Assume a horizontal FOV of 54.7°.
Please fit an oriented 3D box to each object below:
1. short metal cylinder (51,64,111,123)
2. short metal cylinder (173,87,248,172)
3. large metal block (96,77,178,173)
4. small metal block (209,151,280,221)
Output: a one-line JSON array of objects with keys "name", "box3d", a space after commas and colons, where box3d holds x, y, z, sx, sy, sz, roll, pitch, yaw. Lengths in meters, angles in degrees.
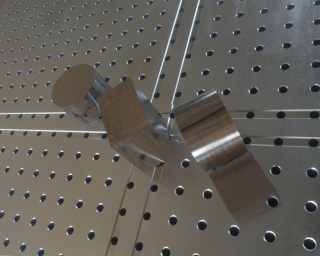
[{"name": "short metal cylinder", "box3d": [-0.122, -0.054, 0.490, 0.080, 0.050, 0.080, -13, 56, 21]}, {"name": "short metal cylinder", "box3d": [0.056, 0.002, 0.343, 0.050, 0.080, 0.080, -28, 52, 11]}, {"name": "large metal block", "box3d": [-0.028, -0.002, 0.389, 0.050, 0.080, 0.080, -31, 52, 9]}, {"name": "small metal block", "box3d": [0.087, 0.061, 0.325, 0.050, 0.025, 0.050, -31, 52, 8]}]
